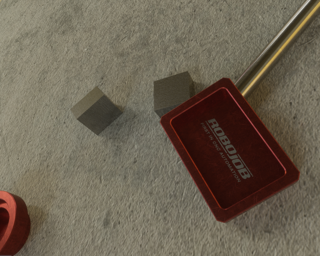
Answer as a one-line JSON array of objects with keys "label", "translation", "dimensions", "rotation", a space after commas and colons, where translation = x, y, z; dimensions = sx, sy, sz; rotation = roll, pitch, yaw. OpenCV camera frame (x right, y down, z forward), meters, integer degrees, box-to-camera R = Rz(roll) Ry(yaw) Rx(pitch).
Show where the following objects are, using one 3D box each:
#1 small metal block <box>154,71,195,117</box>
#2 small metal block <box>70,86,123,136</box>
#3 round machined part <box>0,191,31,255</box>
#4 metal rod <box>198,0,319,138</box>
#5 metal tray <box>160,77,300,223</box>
[{"label": "small metal block", "translation": [0.020, -0.044, 0.419], "dimensions": [0.050, 0.025, 0.050], "rotation": [-14, 56, 20]}, {"label": "small metal block", "translation": [-0.091, -0.024, 0.449], "dimensions": [0.050, 0.050, 0.025], "rotation": [-42, 51, -1]}, {"label": "round machined part", "translation": [-0.217, 0.138, 0.420], "dimensions": [0.098, 0.042, 0.098], "rotation": [-13, 56, 20]}, {"label": "metal rod", "translation": [0.147, -0.100, 0.387], "dimensions": [0.300, 0.025, 0.025], "rotation": [-49, 52, -7]}, {"label": "metal tray", "translation": [0.069, 0.021, 0.329], "dimensions": [0.090, 0.030, 0.130], "rotation": [-33, 67, 6]}]
